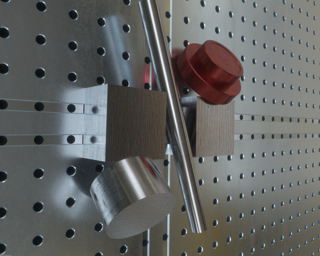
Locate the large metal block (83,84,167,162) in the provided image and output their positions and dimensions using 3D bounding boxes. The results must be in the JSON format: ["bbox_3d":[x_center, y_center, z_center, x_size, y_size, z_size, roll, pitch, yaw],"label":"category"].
[{"bbox_3d":[-0.040,-0.004,0.360,0.081,0.050,0.080,3,89,-40],"label":"large metal block"}]

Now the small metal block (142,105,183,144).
[{"bbox_3d":[0.003,-0.004,0.413,0.050,0.025,0.050,1,90,-40],"label":"small metal block"}]

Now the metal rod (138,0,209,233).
[{"bbox_3d":[0.020,-0.007,0.392,0.025,0.025,0.298,-22,104,-38],"label":"metal rod"}]

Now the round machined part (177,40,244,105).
[{"bbox_3d":[0.076,-0.083,0.430,0.099,0.042,0.098,23,43,-23],"label":"round machined part"}]

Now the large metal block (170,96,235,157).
[{"bbox_3d":[0.062,-0.001,0.446,0.081,0.050,0.080,1,89,-40],"label":"large metal block"}]

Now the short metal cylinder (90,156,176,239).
[{"bbox_3d":[-0.030,0.077,0.341,0.081,0.050,0.080,-21,143,-17],"label":"short metal cylinder"}]
